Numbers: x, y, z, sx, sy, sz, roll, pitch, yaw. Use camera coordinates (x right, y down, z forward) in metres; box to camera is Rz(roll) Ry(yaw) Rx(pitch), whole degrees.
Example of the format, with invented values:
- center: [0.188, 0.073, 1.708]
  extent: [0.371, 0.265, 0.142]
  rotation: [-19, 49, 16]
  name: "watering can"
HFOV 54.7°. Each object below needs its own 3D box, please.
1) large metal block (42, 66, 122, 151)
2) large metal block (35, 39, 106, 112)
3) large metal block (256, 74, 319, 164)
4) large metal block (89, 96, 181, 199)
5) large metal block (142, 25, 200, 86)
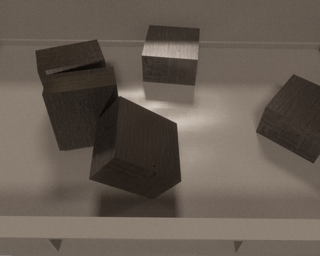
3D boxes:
- center: [-0.091, -0.024, 0.382]
  extent: [0.081, 0.079, 0.050]
  rotation: [-9, 36, -8]
  name: "large metal block"
- center: [-0.114, -0.065, 0.421]
  extent: [0.081, 0.080, 0.050]
  rotation: [-14, 48, -12]
  name: "large metal block"
- center: [0.186, -0.014, 0.403]
  extent: [0.080, 0.050, 0.080]
  rotation: [33, 57, 24]
  name: "large metal block"
- center: [-0.026, 0.023, 0.344]
  extent: [0.080, 0.050, 0.080]
  rotation: [25, 44, -29]
  name: "large metal block"
- center: [0.018, -0.115, 0.486]
  extent: [0.080, 0.050, 0.080]
  rotation: [5, 50, 4]
  name: "large metal block"
